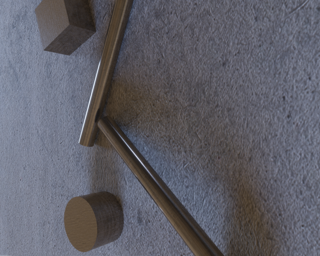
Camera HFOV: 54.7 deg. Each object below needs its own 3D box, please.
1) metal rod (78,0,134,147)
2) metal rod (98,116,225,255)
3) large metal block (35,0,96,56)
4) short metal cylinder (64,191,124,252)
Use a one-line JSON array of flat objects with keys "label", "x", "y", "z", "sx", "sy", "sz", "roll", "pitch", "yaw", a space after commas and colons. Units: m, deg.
[{"label": "metal rod", "x": -0.075, "y": -0.112, "z": 0.466, "sx": 0.025, "sy": 0.025, "sz": 0.298, "roll": 29, "pitch": 108, "yaw": 36}, {"label": "metal rod", "x": 0.000, "y": 0.081, "z": 0.388, "sx": 0.300, "sy": 0.025, "sz": 0.025, "roll": 47, "pitch": 118, "yaw": 35}, {"label": "large metal block", "x": -0.161, "y": -0.181, "z": 0.521, "sx": 0.080, "sy": 0.050, "sz": 0.080, "roll": -26, "pitch": 74, "yaw": 37}, {"label": "short metal cylinder", "x": -0.101, "y": 0.141, "z": 0.473, "sx": 0.080, "sy": 0.050, "sz": 0.080, "roll": 0, "pitch": 90, "yaw": 40}]
